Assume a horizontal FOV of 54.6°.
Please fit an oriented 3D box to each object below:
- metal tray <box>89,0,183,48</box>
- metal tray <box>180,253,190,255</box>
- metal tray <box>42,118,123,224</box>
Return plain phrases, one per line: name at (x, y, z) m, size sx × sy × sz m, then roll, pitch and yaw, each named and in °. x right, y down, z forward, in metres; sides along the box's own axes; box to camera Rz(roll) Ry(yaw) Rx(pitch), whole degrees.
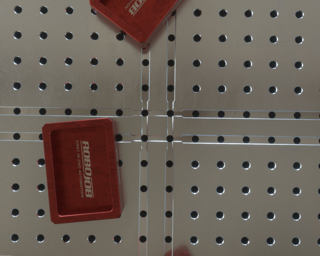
metal tray at (-0.018, -0.184, 0.410) m, size 0.090 × 0.030 × 0.130 m, roll 38°, pitch 90°, yaw 0°
metal tray at (0.005, 0.241, 0.410) m, size 0.130 × 0.030 × 0.090 m, roll -32°, pitch 90°, yaw 0°
metal tray at (-0.100, 0.055, 0.410) m, size 0.090 × 0.030 × 0.129 m, roll -5°, pitch 90°, yaw 0°
